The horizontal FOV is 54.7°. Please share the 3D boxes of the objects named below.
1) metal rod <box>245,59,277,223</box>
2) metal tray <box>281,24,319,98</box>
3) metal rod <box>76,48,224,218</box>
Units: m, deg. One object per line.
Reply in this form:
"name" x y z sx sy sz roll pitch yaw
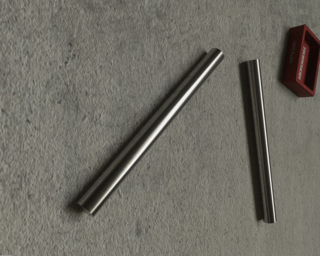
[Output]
"metal rod" 0.184 0.027 0.562 0.025 0.025 0.298 -15 100 -39
"metal tray" 0.304 -0.141 0.660 0.090 0.030 0.129 23 76 -38
"metal rod" 0.003 -0.012 0.409 0.301 0.025 0.025 -50 120 -28
